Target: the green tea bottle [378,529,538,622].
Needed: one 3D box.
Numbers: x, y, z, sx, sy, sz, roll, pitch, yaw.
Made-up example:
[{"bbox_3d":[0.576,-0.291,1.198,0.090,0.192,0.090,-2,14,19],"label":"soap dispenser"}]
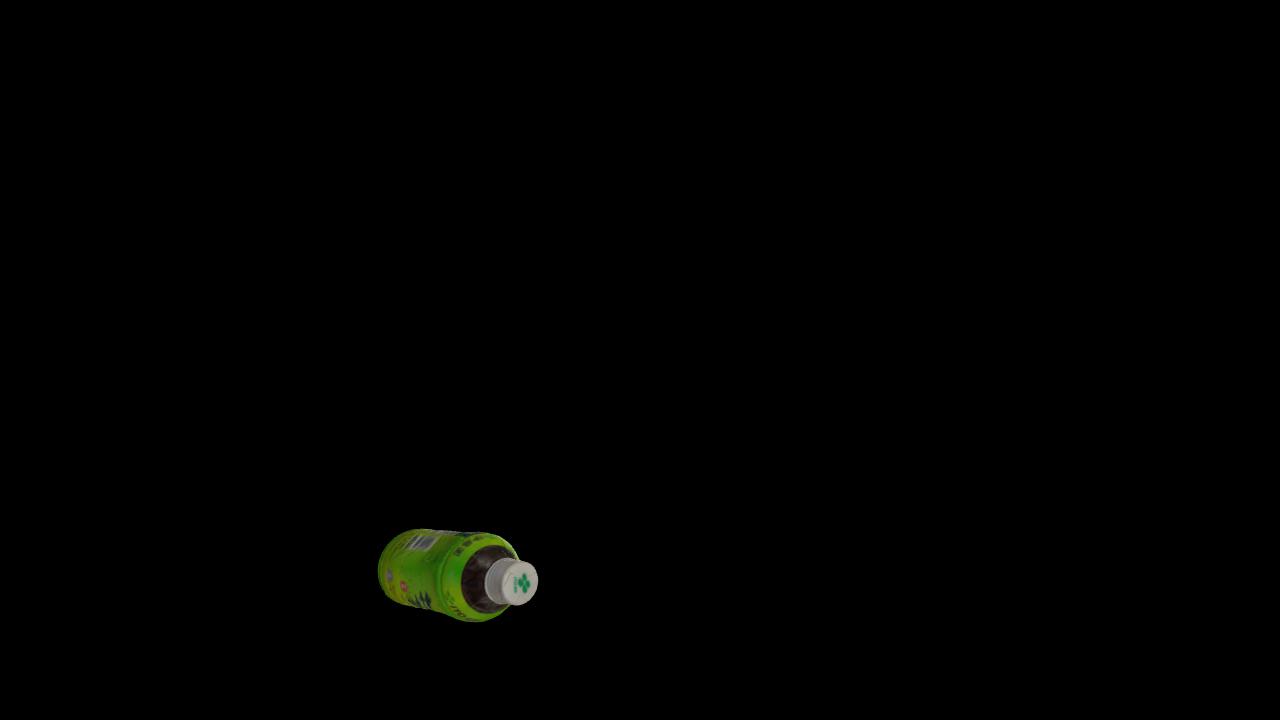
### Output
[{"bbox_3d":[-0.154,0.179,0.519,0.073,0.073,0.212,0,-12,-40],"label":"green tea bottle"}]
